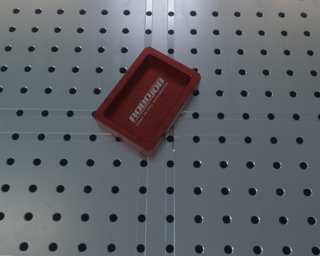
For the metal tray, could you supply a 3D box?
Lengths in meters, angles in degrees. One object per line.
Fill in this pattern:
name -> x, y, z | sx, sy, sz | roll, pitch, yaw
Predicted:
metal tray -> -0.015, -0.038, 0.422 | 0.090, 0.030, 0.130 | 31, 73, 10
